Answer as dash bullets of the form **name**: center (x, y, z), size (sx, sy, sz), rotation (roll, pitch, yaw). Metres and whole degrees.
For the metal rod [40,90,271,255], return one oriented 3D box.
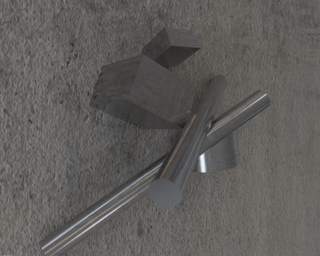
- **metal rod**: center (0.008, 0.043, 0.350), size (0.301, 0.025, 0.025), rotation (-34, 112, -15)

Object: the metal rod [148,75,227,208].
- **metal rod**: center (0.048, -0.012, 0.355), size (0.025, 0.025, 0.301), rotation (69, 25, -17)

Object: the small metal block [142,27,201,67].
- **small metal block**: center (0.014, -0.102, 0.396), size (0.050, 0.050, 0.025), rotation (-8, 76, -40)

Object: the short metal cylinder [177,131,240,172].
- **short metal cylinder**: center (0.067, 0.026, 0.425), size (0.081, 0.080, 0.050), rotation (-11, 97, -39)

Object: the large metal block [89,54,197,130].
- **large metal block**: center (-0.020, -0.036, 0.352), size (0.080, 0.080, 0.050), rotation (26, 74, -37)
